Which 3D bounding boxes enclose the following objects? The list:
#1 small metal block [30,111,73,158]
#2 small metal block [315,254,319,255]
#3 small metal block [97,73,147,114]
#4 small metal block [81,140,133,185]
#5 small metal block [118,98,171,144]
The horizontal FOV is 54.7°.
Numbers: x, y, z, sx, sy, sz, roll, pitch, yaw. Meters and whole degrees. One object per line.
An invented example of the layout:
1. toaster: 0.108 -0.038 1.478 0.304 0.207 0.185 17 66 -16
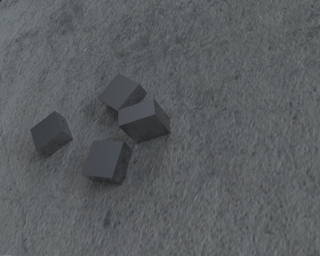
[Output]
1. small metal block: -0.170 0.009 0.485 0.050 0.025 0.050 -37 51 3
2. small metal block: 0.139 0.130 0.251 0.050 0.025 0.050 -26 53 11
3. small metal block: -0.056 -0.048 0.461 0.050 0.025 0.050 31 79 37
4. small metal block: -0.070 0.045 0.411 0.050 0.025 0.050 1 62 28
5. small metal block: -0.019 -0.008 0.402 0.050 0.050 0.025 -18 55 18
